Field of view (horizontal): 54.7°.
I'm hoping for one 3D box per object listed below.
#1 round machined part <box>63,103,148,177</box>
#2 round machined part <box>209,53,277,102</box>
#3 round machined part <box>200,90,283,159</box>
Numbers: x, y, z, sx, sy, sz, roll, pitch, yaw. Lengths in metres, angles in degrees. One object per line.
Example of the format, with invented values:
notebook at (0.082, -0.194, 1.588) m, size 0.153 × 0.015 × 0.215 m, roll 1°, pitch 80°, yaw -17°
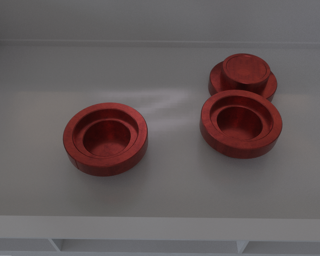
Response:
round machined part at (-0.064, 0.018, 0.378) m, size 0.099 × 0.042 × 0.098 m, roll 0°, pitch 50°, yaw 0°
round machined part at (0.123, -0.073, 0.456) m, size 0.099 × 0.042 × 0.098 m, roll 0°, pitch 50°, yaw 0°
round machined part at (0.100, 0.000, 0.395) m, size 0.099 × 0.042 × 0.098 m, roll 0°, pitch 50°, yaw 0°
